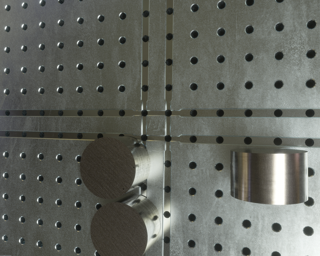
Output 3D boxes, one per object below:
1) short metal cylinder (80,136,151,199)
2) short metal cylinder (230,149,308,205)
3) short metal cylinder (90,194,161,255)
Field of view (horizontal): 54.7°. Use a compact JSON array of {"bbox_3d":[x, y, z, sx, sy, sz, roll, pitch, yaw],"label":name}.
[{"bbox_3d":[-0.059,0.051,0.419,0.080,0.050,0.079,0,90,19],"label":"short metal cylinder"},{"bbox_3d":[0.119,0.050,0.341,0.080,0.080,0.050,0,90,19],"label":"short metal cylinder"},{"bbox_3d":[-0.044,0.133,0.414,0.080,0.050,0.079,0,90,19],"label":"short metal cylinder"}]
